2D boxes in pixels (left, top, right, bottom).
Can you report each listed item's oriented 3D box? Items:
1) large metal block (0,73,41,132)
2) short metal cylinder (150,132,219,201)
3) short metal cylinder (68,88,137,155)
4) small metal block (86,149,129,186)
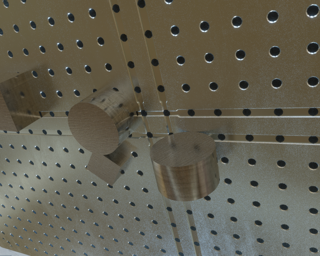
[{"bbox_3d":[-0.254,-0.043,0.502,0.080,0.050,0.079,4,121,26],"label":"large metal block"},{"bbox_3d":[0.032,0.046,0.387,0.080,0.080,0.050,3,120,27],"label":"short metal cylinder"},{"bbox_3d":[-0.079,-0.009,0.431,0.080,0.050,0.079,13,124,21],"label":"short metal cylinder"},{"bbox_3d":[-0.083,0.056,0.490,0.050,0.025,0.050,33,129,6],"label":"small metal block"}]
